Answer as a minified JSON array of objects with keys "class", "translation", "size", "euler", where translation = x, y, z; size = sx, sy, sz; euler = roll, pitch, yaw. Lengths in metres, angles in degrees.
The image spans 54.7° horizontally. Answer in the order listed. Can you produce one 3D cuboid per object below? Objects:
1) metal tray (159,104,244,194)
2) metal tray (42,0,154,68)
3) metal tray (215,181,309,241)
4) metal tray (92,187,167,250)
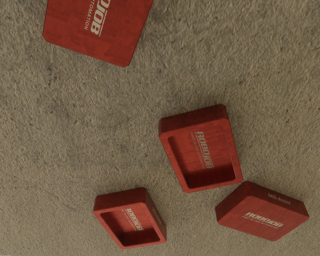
[{"class":"metal tray","translation":[0.060,0.034,0.433],"size":[0.090,0.030,0.130],"euler":[-14,129,11]},{"class":"metal tray","translation":[-0.053,-0.130,0.292],"size":[0.091,0.030,0.129],"euler":[17,128,-14]},{"class":"metal tray","translation":[0.173,0.146,0.530],"size":[0.131,0.030,0.089],"euler":[22,127,-18]},{"class":"metal tray","translation":[-0.048,0.161,0.540],"size":[0.090,0.030,0.129],"euler":[-13,129,11]}]
